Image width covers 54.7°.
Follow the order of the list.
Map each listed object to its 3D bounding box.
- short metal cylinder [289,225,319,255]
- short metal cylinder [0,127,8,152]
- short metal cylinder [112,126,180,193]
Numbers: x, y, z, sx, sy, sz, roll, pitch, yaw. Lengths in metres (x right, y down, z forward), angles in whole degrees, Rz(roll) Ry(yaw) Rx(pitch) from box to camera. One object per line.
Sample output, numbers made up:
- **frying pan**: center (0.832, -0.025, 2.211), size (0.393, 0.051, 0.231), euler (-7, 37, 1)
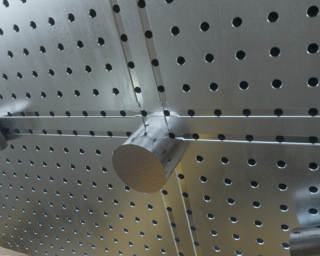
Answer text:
- **short metal cylinder**: center (0.198, 0.156, 0.368), size (0.050, 0.080, 0.080), euler (-26, 104, 37)
- **short metal cylinder**: center (-0.328, 0.023, 0.563), size (0.080, 0.080, 0.050), euler (-1, 118, 29)
- **short metal cylinder**: center (-0.019, 0.044, 0.432), size (0.080, 0.050, 0.079), euler (13, 124, 21)
